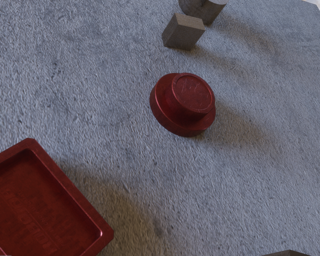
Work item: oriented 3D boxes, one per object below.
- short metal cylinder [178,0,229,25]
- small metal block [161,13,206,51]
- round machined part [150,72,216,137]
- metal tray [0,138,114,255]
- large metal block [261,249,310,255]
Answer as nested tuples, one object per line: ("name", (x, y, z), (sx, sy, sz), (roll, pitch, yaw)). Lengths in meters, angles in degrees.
("short metal cylinder", (0.082, -0.243, 0.582), (0.081, 0.050, 0.080), (14, 56, -21))
("small metal block", (0.037, -0.155, 0.505), (0.050, 0.050, 0.025), (2, 61, -28))
("round machined part", (0.038, -0.039, 0.440), (0.099, 0.042, 0.098), (14, 56, -21))
("metal tray", (-0.118, 0.083, 0.286), (0.130, 0.030, 0.091), (48, 51, 5))
("large metal block", (0.148, 0.176, 0.343), (0.080, 0.080, 0.050), (21, 54, -16))
